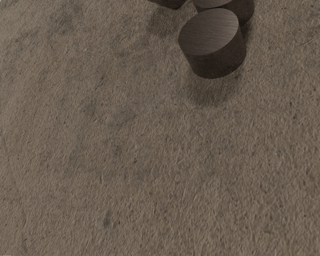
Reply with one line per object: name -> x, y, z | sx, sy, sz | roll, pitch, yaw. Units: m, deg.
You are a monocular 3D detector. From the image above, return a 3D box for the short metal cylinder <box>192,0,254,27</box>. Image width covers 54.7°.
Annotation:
short metal cylinder -> 0.093, -0.186, 0.452 | 0.080, 0.050, 0.080 | -13, 56, 20

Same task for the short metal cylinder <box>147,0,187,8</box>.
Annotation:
short metal cylinder -> 0.011, -0.245, 0.512 | 0.050, 0.080, 0.080 | 34, 81, 38

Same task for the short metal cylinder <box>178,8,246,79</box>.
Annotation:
short metal cylinder -> 0.071, -0.114, 0.419 | 0.080, 0.050, 0.080 | -13, 56, 20
